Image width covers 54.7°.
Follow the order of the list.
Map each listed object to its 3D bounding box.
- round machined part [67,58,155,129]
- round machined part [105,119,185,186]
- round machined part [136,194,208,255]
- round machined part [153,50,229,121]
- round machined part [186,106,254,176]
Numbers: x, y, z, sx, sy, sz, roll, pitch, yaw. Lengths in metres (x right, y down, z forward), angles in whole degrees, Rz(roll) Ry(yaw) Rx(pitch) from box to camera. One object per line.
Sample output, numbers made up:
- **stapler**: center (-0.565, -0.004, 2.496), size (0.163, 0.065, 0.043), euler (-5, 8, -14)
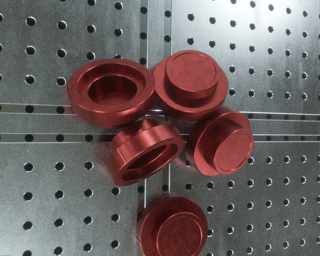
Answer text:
- **round machined part**: center (-0.055, -0.037, 0.365), size (0.099, 0.098, 0.042), euler (-20, 140, -19)
- **round machined part**: center (-0.022, 0.026, 0.375), size (0.099, 0.098, 0.042), euler (-26, 66, -18)
- **round machined part**: center (0.021, 0.141, 0.413), size (0.099, 0.042, 0.097), euler (0, 90, -21)
- **round machined part**: center (0.039, -0.061, 0.394), size (0.099, 0.042, 0.098), euler (2, 59, -4)
- **round machined part**: center (0.087, 0.024, 0.416), size (0.099, 0.042, 0.097), euler (-16, 123, -27)
